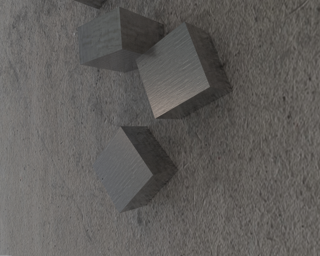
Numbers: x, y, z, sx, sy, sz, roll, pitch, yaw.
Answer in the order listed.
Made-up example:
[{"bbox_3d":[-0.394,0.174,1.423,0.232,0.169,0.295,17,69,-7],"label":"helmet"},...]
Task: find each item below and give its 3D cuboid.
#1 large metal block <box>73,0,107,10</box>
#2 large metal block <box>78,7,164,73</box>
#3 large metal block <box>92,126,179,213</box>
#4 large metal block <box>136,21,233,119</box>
[{"bbox_3d":[-0.122,-0.239,0.469,0.050,0.081,0.080,-34,69,35],"label":"large metal block"},{"bbox_3d":[-0.050,-0.111,0.410,0.080,0.081,0.050,-7,86,40],"label":"large metal block"},{"bbox_3d":[-0.035,0.054,0.418,0.080,0.050,0.080,-51,60,27],"label":"large metal block"},{"bbox_3d":[0.027,-0.063,0.367,0.080,0.050,0.080,-29,72,36],"label":"large metal block"}]
